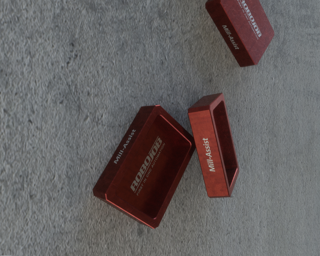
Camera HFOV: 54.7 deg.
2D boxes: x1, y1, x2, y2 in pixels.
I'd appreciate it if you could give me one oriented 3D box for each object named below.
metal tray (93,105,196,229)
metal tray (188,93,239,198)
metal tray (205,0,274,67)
[{"bbox_3d":[-0.013,0.047,0.390,0.090,0.030,0.130,42,64,-32],"label":"metal tray"},{"bbox_3d":[0.080,0.022,0.444,0.090,0.030,0.129,-39,117,-62],"label":"metal tray"},{"bbox_3d":[0.137,-0.179,0.515,0.130,0.030,0.090,49,61,-29],"label":"metal tray"}]
